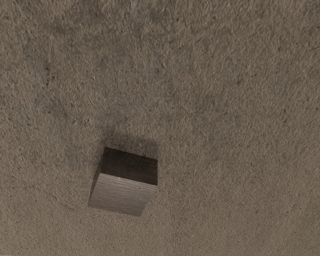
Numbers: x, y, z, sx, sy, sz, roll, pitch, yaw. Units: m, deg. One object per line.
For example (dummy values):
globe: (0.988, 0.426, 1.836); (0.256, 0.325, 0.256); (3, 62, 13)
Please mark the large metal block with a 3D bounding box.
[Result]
large metal block: (-0.055, 0.082, 0.460); (0.081, 0.050, 0.079); (16, 128, -14)
